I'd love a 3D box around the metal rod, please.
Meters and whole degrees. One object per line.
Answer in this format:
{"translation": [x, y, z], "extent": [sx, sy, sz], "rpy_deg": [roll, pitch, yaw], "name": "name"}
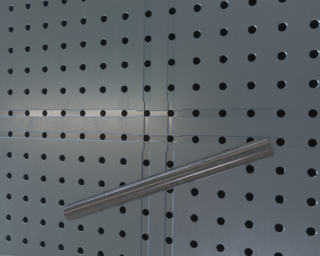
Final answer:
{"translation": [-0.002, 0.073, 0.413], "extent": [0.300, 0.025, 0.025], "rpy_deg": [-22, 83, 18], "name": "metal rod"}
